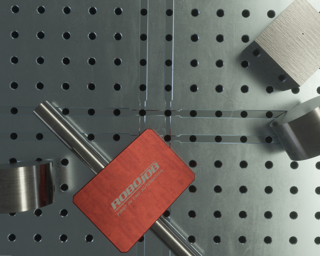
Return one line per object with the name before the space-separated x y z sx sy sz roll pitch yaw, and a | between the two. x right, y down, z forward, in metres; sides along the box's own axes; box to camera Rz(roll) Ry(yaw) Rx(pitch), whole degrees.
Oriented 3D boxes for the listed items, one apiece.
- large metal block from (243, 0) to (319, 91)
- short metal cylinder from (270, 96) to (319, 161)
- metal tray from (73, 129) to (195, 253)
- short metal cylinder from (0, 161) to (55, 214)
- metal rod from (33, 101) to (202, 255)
large metal block | 0.172 -0.107 0.403 0.080 0.050 0.080 -45 91 0
short metal cylinder | 0.188 -0.001 0.388 0.080 0.080 0.050 -31 90 0
metal tray | -0.031 0.075 0.389 0.090 0.030 0.130 47 70 0
short metal cylinder | -0.173 0.070 0.384 0.081 0.080 0.050 -4 90 -1
metal rod | -0.053 0.079 0.412 0.025 0.025 0.300 -45 91 0
